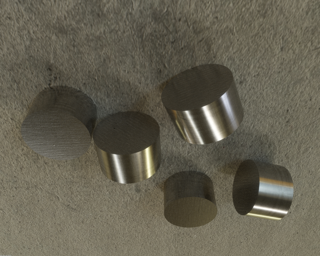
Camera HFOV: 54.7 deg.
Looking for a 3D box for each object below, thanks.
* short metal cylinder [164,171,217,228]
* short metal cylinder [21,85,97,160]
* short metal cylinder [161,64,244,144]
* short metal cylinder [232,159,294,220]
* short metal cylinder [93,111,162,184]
[{"bbox_3d":[0.046,0.112,0.487,0.081,0.050,0.079,0,130,0],"label":"short metal cylinder"},{"bbox_3d":[-0.122,-0.006,0.385,0.081,0.050,0.079,0,130,0],"label":"short metal cylinder"},{"bbox_3d":[0.048,-0.028,0.348,0.080,0.080,0.050,-17,128,14],"label":"short metal cylinder"},{"bbox_3d":[0.146,0.089,0.448,0.050,0.080,0.079,12,129,-10],"label":"short metal cylinder"},{"bbox_3d":[-0.039,0.023,0.390,0.080,0.080,0.050,-2,130,1],"label":"short metal cylinder"}]
